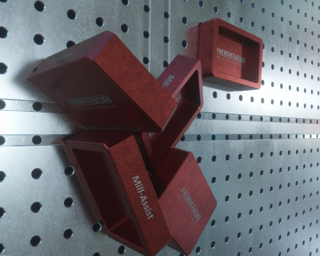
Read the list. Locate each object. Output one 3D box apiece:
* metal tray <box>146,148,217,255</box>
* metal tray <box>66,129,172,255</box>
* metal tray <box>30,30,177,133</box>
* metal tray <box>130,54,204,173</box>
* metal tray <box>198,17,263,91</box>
[{"bbox_3d":[0.028,0.100,0.411,0.090,0.030,0.130,-54,136,-26],"label":"metal tray"},{"bbox_3d":[-0.045,0.066,0.330,0.030,0.090,0.129,-31,110,-36],"label":"metal tray"},{"bbox_3d":[-0.058,-0.035,0.293,0.090,0.130,0.030,45,63,-31],"label":"metal tray"},{"bbox_3d":[0.009,-0.018,0.389,0.130,0.030,0.090,-53,151,-27],"label":"metal tray"},{"bbox_3d":[0.119,-0.116,0.507,0.131,0.030,0.089,6,86,-40],"label":"metal tray"}]
